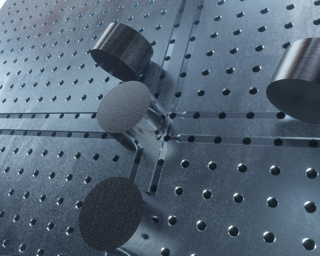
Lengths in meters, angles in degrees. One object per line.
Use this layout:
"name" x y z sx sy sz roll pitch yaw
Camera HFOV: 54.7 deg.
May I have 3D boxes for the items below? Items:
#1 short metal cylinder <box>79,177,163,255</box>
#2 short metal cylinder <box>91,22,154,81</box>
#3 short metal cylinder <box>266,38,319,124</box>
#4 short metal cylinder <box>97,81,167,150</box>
"short metal cylinder" -0.043 0.102 0.352 0.080 0.050 0.080 -13 56 21
"short metal cylinder" -0.057 -0.113 0.472 0.080 0.080 0.050 19 72 35
"short metal cylinder" 0.158 -0.046 0.318 0.080 0.080 0.050 19 72 35
"short metal cylinder" -0.038 -0.017 0.422 0.080 0.050 0.080 -13 56 21
